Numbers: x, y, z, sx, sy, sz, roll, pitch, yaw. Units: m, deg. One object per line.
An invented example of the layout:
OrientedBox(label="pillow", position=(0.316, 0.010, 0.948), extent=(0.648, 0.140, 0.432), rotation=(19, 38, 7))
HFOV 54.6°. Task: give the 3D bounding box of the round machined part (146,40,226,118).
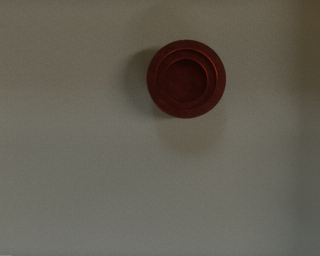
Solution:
OrientedBox(label="round machined part", position=(0.033, -0.061, 0.403), extent=(0.099, 0.042, 0.097), rotation=(0, 90, 0))
